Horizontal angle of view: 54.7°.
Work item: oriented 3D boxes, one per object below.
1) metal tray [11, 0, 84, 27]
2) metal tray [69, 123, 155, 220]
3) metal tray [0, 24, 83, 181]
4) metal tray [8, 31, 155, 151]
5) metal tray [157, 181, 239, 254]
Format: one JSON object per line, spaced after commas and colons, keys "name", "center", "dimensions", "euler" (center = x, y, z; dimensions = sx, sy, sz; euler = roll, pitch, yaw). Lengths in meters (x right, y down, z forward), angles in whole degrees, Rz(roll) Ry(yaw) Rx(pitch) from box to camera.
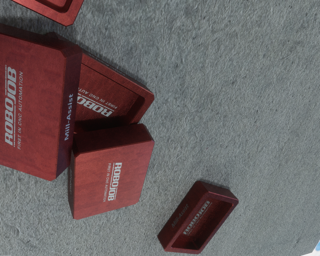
{"name": "metal tray", "center": [-0.116, -0.152, 0.245], "dimensions": [0.131, 0.030, 0.090], "euler": [19, 108, -36]}
{"name": "metal tray", "center": [-0.064, 0.056, 0.381], "dimensions": [0.091, 0.030, 0.129], "euler": [-9, 137, -25]}
{"name": "metal tray", "center": [-0.127, -0.022, 0.288], "dimensions": [0.090, 0.030, 0.129], "euler": [17, 115, 6]}
{"name": "metal tray", "center": [-0.081, -0.031, 0.339], "dimensions": [0.131, 0.030, 0.090], "euler": [27, 104, -37]}
{"name": "metal tray", "center": [0.066, 0.159, 0.537], "dimensions": [0.091, 0.030, 0.129], "euler": [23, 106, -37]}
